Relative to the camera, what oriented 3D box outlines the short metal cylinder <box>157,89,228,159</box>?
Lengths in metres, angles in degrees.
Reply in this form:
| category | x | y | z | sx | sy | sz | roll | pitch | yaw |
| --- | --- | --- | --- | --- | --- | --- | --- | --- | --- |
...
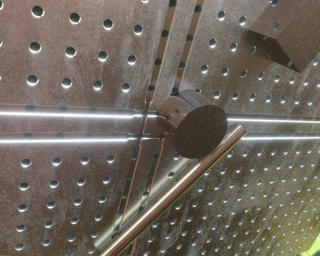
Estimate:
| category | x | y | z | sx | sy | sz | roll | pitch | yaw |
| --- | --- | --- | --- | --- | --- | --- | --- | --- | --- |
| short metal cylinder | 0.043 | -0.006 | 0.417 | 0.081 | 0.050 | 0.079 | -14 | 124 | -21 |

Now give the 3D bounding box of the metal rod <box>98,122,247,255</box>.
| category | x | y | z | sx | sy | sz | roll | pitch | yaw |
| --- | --- | --- | --- | --- | --- | --- | --- | --- | --- |
| metal rod | 0.019 | 0.103 | 0.487 | 0.300 | 0.025 | 0.025 | -44 | 130 | 2 |

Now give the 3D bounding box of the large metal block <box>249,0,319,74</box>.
| category | x | y | z | sx | sy | sz | roll | pitch | yaw |
| --- | --- | --- | --- | --- | --- | --- | --- | --- | --- |
| large metal block | 0.181 | -0.134 | 0.414 | 0.080 | 0.050 | 0.080 | 32 | 100 | -39 |
